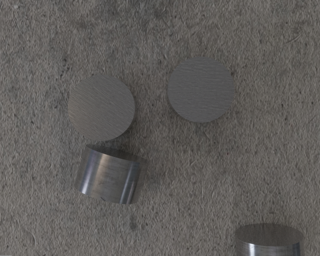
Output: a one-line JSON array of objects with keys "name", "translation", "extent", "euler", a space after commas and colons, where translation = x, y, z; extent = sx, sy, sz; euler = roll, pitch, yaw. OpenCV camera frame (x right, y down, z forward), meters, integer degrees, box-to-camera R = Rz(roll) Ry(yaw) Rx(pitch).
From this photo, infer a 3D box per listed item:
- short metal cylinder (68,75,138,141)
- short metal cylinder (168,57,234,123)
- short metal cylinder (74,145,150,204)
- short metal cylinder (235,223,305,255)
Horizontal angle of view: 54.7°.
[{"name": "short metal cylinder", "translation": [-0.070, -0.024, 0.397], "extent": [0.081, 0.050, 0.080], "euler": [0, 90, 0]}, {"name": "short metal cylinder", "translation": [0.049, -0.046, 0.398], "extent": [0.081, 0.050, 0.080], "euler": [0, 90, 0]}, {"name": "short metal cylinder", "translation": [-0.059, 0.055, 0.382], "extent": [0.080, 0.080, 0.050], "euler": [16, 90, 0]}, {"name": "short metal cylinder", "translation": [0.136, 0.156, 0.383], "extent": [0.080, 0.080, 0.050], "euler": [-4, 90, 0]}]
